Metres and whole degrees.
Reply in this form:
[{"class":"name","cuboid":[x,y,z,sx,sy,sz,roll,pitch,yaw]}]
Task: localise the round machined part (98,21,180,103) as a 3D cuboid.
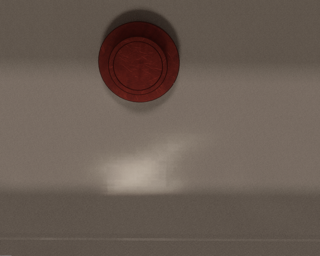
[{"class":"round machined part","cuboid":[-0.025,-0.077,0.373,0.099,0.042,0.097,0,110,-1]}]
